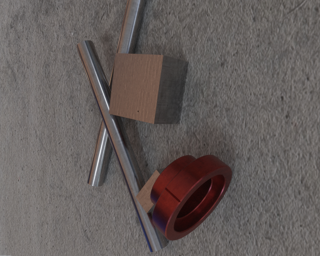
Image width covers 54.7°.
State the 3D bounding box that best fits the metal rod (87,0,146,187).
[{"bbox_3d":[-0.065,-0.055,0.455,0.025,0.025,0.298,24,105,37],"label":"metal rod"}]

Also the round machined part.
[{"bbox_3d":[0.029,0.068,0.332,0.042,0.099,0.097,38,113,33],"label":"round machined part"}]

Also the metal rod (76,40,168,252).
[{"bbox_3d":[-0.055,0.019,0.425,0.025,0.025,0.299,-27,80,36],"label":"metal rod"}]

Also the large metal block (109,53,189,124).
[{"bbox_3d":[-0.016,-0.051,0.400,0.080,0.050,0.079,13,98,39],"label":"large metal block"}]

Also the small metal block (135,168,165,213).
[{"bbox_3d":[0.006,0.075,0.382,0.025,0.050,0.050,50,119,28],"label":"small metal block"}]
